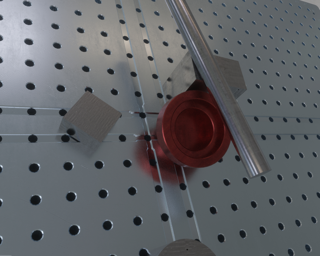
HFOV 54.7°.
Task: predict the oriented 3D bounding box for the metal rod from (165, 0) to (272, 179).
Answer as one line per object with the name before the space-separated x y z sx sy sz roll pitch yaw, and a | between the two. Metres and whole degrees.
metal rod | 0.057 -0.081 0.385 0.025 0.025 0.299 -8 65 -32

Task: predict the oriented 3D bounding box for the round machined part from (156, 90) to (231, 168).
round machined part | 0.041 0.003 0.404 0.099 0.042 0.097 3 81 -22

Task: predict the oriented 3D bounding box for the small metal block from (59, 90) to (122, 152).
small metal block | -0.082 -0.009 0.369 0.050 0.025 0.050 35 51 -6

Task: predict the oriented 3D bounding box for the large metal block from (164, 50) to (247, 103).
large metal block | 0.061 -0.059 0.442 0.081 0.080 0.050 7 58 -25

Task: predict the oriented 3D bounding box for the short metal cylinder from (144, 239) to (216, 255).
short metal cylinder | 0.018 0.156 0.307 0.081 0.050 0.080 14 56 -21
